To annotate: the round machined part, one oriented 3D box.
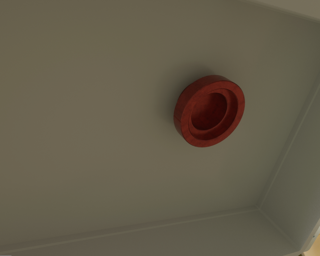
[{"bbox_3d":[0.061,-0.026,0.417,0.099,0.042,0.097,-14,125,-21],"label":"round machined part"}]
